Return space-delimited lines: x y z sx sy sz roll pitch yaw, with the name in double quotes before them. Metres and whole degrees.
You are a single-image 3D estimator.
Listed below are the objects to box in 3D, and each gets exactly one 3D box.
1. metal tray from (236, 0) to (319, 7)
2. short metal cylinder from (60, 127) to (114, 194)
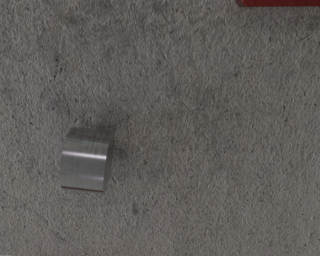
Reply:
"metal tray" 0.156 -0.182 0.342 0.131 0.030 0.089 -1 110 0
"short metal cylinder" -0.090 0.041 0.395 0.050 0.080 0.079 8 110 -3
